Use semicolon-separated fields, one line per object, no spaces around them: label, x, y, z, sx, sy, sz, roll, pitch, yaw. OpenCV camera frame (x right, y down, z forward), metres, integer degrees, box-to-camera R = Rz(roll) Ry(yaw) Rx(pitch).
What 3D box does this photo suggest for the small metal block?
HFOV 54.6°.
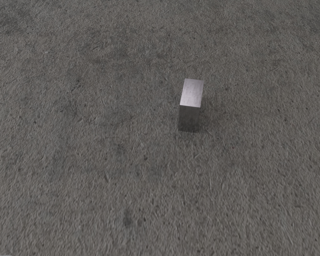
small metal block;0.041;-0.029;0.412;0.025;0.050;0.050;8;51;7
